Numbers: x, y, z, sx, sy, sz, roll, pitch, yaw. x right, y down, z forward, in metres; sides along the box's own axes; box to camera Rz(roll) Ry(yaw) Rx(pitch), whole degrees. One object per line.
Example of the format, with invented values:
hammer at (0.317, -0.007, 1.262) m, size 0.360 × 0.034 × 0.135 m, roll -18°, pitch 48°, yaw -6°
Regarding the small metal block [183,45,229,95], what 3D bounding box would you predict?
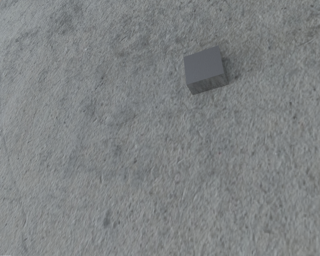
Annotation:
small metal block at (0.062, -0.078, 0.418) m, size 0.050 × 0.025 × 0.050 m, roll -15°, pitch 56°, yaw 19°
